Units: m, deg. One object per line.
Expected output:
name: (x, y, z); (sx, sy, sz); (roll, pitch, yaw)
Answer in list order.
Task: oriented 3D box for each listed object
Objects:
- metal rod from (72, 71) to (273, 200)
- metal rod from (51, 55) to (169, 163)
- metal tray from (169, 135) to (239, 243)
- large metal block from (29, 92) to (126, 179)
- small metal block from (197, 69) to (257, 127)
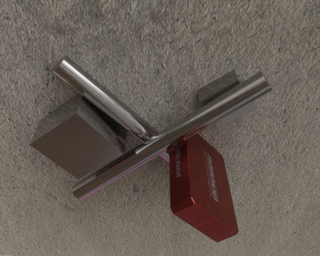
metal rod: (-0.002, 0.021, 0.393); (0.300, 0.025, 0.025); (-32, 124, 23)
metal rod: (-0.013, 0.012, 0.419); (0.025, 0.025, 0.301); (-35, 123, 25)
metal tray: (0.053, 0.066, 0.396); (0.030, 0.130, 0.090); (-35, 122, 26)
large metal block: (-0.101, 0.010, 0.398); (0.080, 0.050, 0.080); (-30, 125, 22)
small metal block: (0.082, -0.035, 0.380); (0.050, 0.025, 0.050); (-28, 125, 21)
